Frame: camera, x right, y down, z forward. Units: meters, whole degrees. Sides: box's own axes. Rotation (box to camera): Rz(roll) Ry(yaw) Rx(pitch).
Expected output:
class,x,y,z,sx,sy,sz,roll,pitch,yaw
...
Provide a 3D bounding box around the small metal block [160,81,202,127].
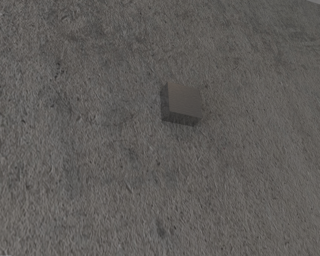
class,x,y,z,sx,sy,sz,roll,pitch,yaw
small metal block,0.029,-0.033,0.439,0.050,0.025,0.050,11,57,-22
